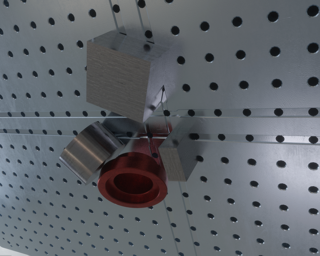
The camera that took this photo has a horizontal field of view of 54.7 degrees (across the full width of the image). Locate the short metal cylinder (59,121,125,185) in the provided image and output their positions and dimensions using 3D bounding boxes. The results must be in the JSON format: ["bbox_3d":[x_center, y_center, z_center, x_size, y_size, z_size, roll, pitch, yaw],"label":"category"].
[{"bbox_3d":[-0.097,0.036,0.447,0.050,0.080,0.080,43,129,4],"label":"short metal cylinder"}]

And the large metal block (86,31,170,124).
[{"bbox_3d":[-0.041,-0.063,0.378,0.080,0.050,0.079,21,127,15],"label":"large metal block"}]

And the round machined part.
[{"bbox_3d":[-0.038,0.072,0.449,0.099,0.042,0.097,2,134,2],"label":"round machined part"}]

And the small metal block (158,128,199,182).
[{"bbox_3d":[0.026,0.034,0.402,0.025,0.050,0.050,-3,117,30],"label":"small metal block"}]
